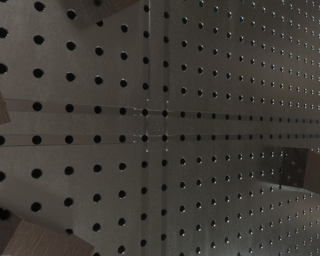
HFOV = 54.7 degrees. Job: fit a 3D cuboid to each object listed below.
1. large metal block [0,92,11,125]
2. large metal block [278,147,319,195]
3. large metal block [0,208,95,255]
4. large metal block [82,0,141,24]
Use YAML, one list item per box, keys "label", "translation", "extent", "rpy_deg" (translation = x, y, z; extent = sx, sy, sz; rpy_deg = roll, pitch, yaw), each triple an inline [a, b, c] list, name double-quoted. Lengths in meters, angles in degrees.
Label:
- label: "large metal block"
  translation: [-0.179, -0.031, 0.244]
  extent: [0.081, 0.050, 0.079]
  rpy_deg: [-23, 105, -38]
- label: "large metal block"
  translation: [0.297, 0.090, 0.647]
  extent: [0.080, 0.050, 0.080]
  rpy_deg: [22, 76, -38]
- label: "large metal block"
  translation: [-0.123, 0.132, 0.291]
  extent: [0.080, 0.050, 0.080]
  rpy_deg: [38, 67, -34]
- label: "large metal block"
  translation: [-0.053, -0.177, 0.350]
  extent: [0.080, 0.050, 0.080]
  rpy_deg: [-42, 116, -32]
